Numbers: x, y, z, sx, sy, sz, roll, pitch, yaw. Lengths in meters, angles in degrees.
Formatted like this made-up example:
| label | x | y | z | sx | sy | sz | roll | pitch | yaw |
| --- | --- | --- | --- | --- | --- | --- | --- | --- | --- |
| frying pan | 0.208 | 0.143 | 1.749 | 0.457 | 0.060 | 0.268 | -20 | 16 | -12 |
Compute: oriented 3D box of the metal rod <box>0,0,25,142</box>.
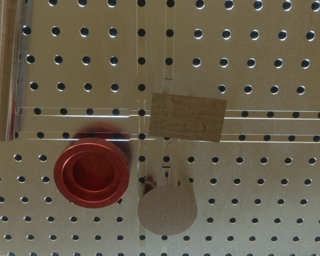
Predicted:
| label | x | y | z | sx | sy | sz | roll | pitch | yaw |
| --- | --- | --- | --- | --- | --- | --- | --- | --- | --- |
| metal rod | -0.175 | -0.124 | 0.365 | 0.025 | 0.025 | 0.298 | 12 | 110 | -5 |

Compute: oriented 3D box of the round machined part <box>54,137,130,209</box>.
| label | x | y | z | sx | sy | sz | roll | pitch | yaw |
| --- | --- | --- | --- | --- | --- | --- | --- | --- | --- |
| round machined part | -0.090 | 0.057 | 0.424 | 0.099 | 0.042 | 0.097 | 0 | 110 | -1 |

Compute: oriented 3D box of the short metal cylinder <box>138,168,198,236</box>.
| label | x | y | z | sx | sy | sz | roll | pitch | yaw |
| --- | --- | --- | --- | --- | --- | --- | --- | --- | --- |
| short metal cylinder | 0.010 | 0.103 | 0.438 | 0.081 | 0.050 | 0.079 | 0 | 110 | -1 |

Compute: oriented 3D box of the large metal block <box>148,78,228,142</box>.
| label | x | y | z | sx | sy | sz | roll | pitch | yaw |
| --- | --- | --- | --- | --- | --- | --- | --- | --- | --- |
| large metal block | 0.030 | -0.025 | 0.376 | 0.081 | 0.080 | 0.050 | 6 | 110 | -3 |
